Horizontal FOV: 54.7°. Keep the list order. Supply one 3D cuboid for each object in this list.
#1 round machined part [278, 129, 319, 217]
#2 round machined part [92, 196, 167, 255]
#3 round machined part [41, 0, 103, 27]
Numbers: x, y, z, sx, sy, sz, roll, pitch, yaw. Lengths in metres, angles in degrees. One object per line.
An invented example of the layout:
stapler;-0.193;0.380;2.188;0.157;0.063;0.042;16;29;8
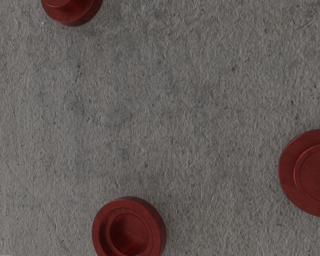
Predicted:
round machined part;0.181;0.049;0.336;0.098;0.042;0.097;0;90;20
round machined part;-0.037;0.139;0.413;0.098;0.042;0.097;0;90;20
round machined part;-0.134;-0.201;0.447;0.098;0.042;0.097;0;90;20
